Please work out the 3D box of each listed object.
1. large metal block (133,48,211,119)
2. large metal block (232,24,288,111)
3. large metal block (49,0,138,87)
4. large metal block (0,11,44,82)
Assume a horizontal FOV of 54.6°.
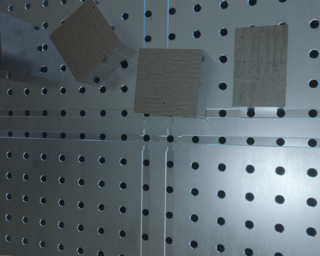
[{"bbox_3d":[0.017,-0.055,0.394,0.080,0.050,0.080,6,92,20],"label":"large metal block"},{"bbox_3d":[0.112,-0.061,0.344,0.050,0.080,0.080,2,91,20],"label":"large metal block"},{"bbox_3d":[-0.092,-0.117,0.432,0.080,0.050,0.080,-37,78,16],"label":"large metal block"},{"bbox_3d":[-0.224,-0.117,0.464,0.050,0.080,0.080,-4,89,20],"label":"large metal block"}]
